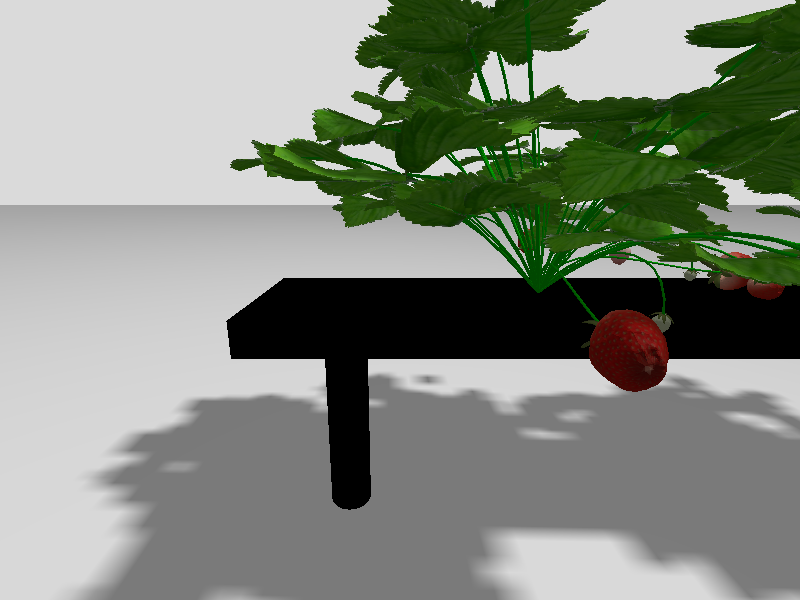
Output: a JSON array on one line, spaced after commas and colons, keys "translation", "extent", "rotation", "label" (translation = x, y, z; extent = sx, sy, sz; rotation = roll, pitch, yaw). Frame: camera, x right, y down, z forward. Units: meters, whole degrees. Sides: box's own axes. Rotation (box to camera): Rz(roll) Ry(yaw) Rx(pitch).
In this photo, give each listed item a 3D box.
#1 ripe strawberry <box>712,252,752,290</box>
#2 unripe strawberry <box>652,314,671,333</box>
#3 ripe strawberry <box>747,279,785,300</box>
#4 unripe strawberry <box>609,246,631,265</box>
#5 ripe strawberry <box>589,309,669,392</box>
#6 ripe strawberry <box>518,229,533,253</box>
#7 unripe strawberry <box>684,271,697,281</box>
[{"translation": [0.306, -0.026, 0.364], "extent": [0.034, 0.035, 0.031], "rotation": [0, 15, -3], "label": "ripe strawberry"}, {"translation": [0.154, 0.014, 0.236], "extent": [0.011, 0.011, 0.010], "rotation": [-3, 15, -13], "label": "unripe strawberry"}, {"translation": [0.305, -0.011, 0.332], "extent": [0.024, 0.023, 0.022], "rotation": [-34, 8, 15], "label": "ripe strawberry"}, {"translation": [0.275, -0.057, 0.502], "extent": [0.021, 0.025, 0.025], "rotation": [-14, 21, -43], "label": "unripe strawberry"}, {"translation": [0.102, 0.024, 0.178], "extent": [0.032, 0.036, 0.035], "rotation": [2, 16, 7], "label": "ripe strawberry"}, {"translation": [0.189, -0.086, 0.587], "extent": [0.031, 0.035, 0.033], "rotation": [4, -3, 14], "label": "ripe strawberry"}, {"translation": [0.268, -0.022, 0.369], "extent": [0.010, 0.010, 0.009], "rotation": [-1, 15, -5], "label": "unripe strawberry"}]
